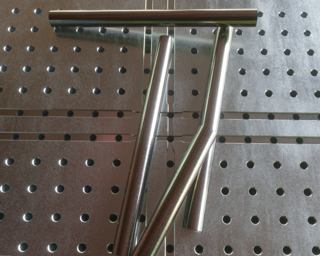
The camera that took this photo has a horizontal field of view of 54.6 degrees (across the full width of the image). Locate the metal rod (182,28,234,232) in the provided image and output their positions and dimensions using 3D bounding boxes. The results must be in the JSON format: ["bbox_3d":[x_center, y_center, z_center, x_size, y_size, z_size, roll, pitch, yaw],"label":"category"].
[{"bbox_3d":[0.068,-0.017,0.418,0.025,0.025,0.299,11,70,4],"label":"metal rod"}]

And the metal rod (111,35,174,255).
[{"bbox_3d":[-0.017,0.009,0.408,0.025,0.025,0.299,10,70,3],"label":"metal rod"}]

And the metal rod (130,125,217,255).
[{"bbox_3d":[-0.012,0.131,0.350,0.025,0.025,0.300,27,77,9],"label":"metal rod"}]

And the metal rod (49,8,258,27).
[{"bbox_3d":[-0.014,-0.161,0.454,0.301,0.025,0.025,2,70,7],"label":"metal rod"}]
